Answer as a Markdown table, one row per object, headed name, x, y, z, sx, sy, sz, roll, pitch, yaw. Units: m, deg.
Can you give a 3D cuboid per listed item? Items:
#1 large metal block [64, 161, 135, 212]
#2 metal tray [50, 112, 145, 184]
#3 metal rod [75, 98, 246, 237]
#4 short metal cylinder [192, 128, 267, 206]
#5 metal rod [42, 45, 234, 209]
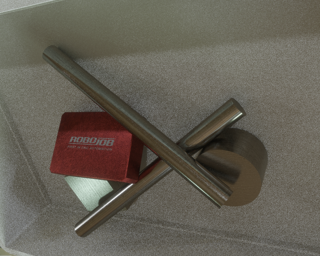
| name | x | y | z | sx | sy | sz | roll | pitch | yaw |
| --- | --- | --- | --- | --- | --- | --- | --- | --- | --- |
| large metal block | -0.088 | 0.086 | 0.484 | 0.080 | 0.050 | 0.080 | -21 | 108 | 35 |
| metal tray | -0.086 | 0.024 | 0.426 | 0.130 | 0.030 | 0.090 | 1 | 75 | 29 |
| metal rod | -0.015 | 0.065 | 0.406 | 0.299 | 0.025 | 0.025 | -41 | 95 | 25 |
| short metal cylinder | 0.085 | 0.047 | 0.373 | 0.080 | 0.050 | 0.079 | 13 | 124 | 20 |
| metal rod | -0.039 | -0.012 | 0.380 | 0.300 | 0.025 | 0.025 | 39 | 130 | 17 |
